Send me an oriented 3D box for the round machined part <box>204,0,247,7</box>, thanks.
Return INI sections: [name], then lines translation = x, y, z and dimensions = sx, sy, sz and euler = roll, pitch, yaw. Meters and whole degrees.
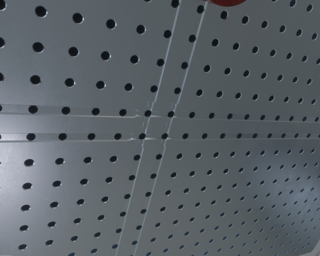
[round machined part]
translation = 0.082, -0.181, 0.332
dimensions = 0.099, 0.042, 0.097
euler = -14, 124, -21
